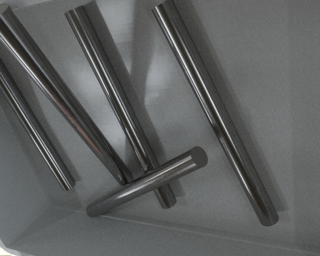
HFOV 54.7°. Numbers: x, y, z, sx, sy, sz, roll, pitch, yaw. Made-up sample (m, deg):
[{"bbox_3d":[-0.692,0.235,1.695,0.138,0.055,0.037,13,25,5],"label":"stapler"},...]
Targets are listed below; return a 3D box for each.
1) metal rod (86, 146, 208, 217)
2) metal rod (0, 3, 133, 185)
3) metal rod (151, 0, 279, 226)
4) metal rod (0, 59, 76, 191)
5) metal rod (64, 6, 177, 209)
[{"bbox_3d":[-0.039,0.091,0.456,0.025,0.025,0.299,48,137,-6],"label":"metal rod"},{"bbox_3d":[-0.097,-0.010,0.376,0.025,0.025,0.299,5,145,25],"label":"metal rod"},{"bbox_3d":[0.073,-0.005,0.366,0.025,0.025,0.299,-18,109,35],"label":"metal rod"},{"bbox_3d":[-0.223,-0.023,0.509,0.025,0.025,0.299,-12,113,33],"label":"metal rod"},{"bbox_3d":[-0.045,-0.014,0.422,0.025,0.025,0.299,-12,113,33],"label":"metal rod"}]
